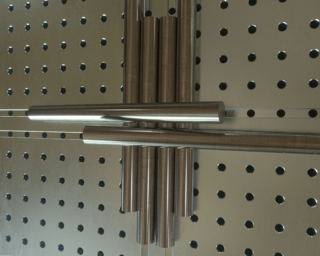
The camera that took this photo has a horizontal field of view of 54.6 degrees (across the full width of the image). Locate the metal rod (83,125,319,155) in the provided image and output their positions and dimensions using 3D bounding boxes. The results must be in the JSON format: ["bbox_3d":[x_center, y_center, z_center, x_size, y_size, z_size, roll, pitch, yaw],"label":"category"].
[{"bbox_3d":[0.053,0.013,0.372,0.301,0.025,0.025,2,91,11],"label":"metal rod"}]

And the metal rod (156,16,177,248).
[{"bbox_3d":[0.009,0.005,0.411,0.025,0.025,0.298,1,90,20],"label":"metal rod"}]

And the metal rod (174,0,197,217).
[{"bbox_3d":[0.033,-0.038,0.400,0.025,0.025,0.298,1,90,20],"label":"metal rod"}]

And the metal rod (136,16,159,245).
[{"bbox_3d":[-0.016,0.004,0.417,0.025,0.025,0.298,1,90,20],"label":"metal rod"}]

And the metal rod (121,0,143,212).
[{"bbox_3d":[-0.038,-0.037,0.426,0.025,0.025,0.298,1,90,20],"label":"metal rod"}]

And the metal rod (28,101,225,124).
[{"bbox_3d":[-0.064,-0.020,0.411,0.300,0.025,0.025,1,91,29],"label":"metal rod"}]
